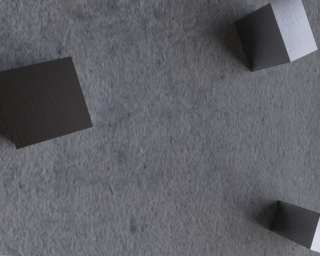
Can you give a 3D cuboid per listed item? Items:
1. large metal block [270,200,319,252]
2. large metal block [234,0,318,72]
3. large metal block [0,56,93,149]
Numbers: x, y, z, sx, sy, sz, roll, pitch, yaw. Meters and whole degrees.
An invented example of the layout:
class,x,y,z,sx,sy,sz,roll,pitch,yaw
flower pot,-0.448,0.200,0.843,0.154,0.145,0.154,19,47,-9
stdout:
class,x,y,z,sx,sy,sz,roll,pitch,yaw
large metal block,0.231,0.153,0.468,0.080,0.080,0.050,22,83,-19
large metal block,0.162,-0.132,0.441,0.050,0.080,0.080,-26,99,-18
large metal block,-0.130,-0.028,0.348,0.081,0.050,0.080,-18,96,-20
